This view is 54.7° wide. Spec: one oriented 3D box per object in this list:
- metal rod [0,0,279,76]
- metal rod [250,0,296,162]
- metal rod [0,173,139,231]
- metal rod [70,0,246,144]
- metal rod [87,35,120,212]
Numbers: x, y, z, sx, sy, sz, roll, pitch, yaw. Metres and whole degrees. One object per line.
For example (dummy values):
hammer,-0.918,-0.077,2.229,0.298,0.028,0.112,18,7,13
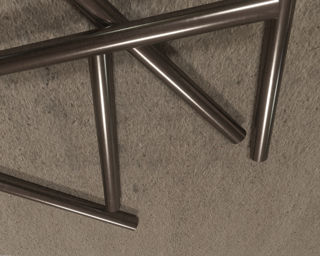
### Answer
metal rod,-0.045,-0.086,0.299,0.301,0.025,0.025,-9,130,10
metal rod,0.126,-0.073,0.346,0.025,0.025,0.298,-5,130,3
metal rod,-0.174,0.114,0.501,0.302,0.025,0.025,24,126,-20
metal rod,0.001,-0.070,0.347,0.025,0.025,0.301,-37,122,27
metal rod,-0.072,0.016,0.419,0.025,0.025,0.298,2,130,-2
